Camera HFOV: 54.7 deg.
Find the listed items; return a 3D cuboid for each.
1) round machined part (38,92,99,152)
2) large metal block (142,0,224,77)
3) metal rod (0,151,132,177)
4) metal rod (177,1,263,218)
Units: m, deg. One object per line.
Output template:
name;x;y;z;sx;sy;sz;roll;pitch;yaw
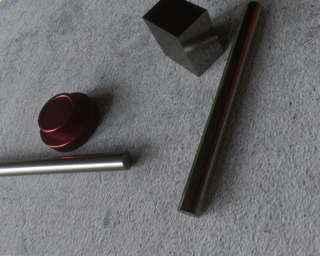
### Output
round machined part;-0.146;-0.015;0.477;0.098;0.042;0.098;-13;56;20
large metal block;0.033;-0.128;0.429;0.050;0.080;0.080;-45;51;-3
metal rod;-0.178;0.057;0.459;0.301;0.025;0.025;-6;59;24
metal rod;0.081;-0.039;0.383;0.025;0.025;0.300;8;65;31
